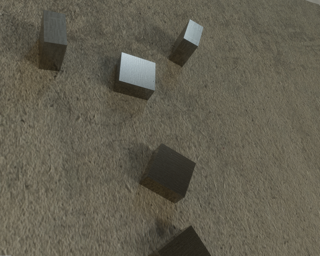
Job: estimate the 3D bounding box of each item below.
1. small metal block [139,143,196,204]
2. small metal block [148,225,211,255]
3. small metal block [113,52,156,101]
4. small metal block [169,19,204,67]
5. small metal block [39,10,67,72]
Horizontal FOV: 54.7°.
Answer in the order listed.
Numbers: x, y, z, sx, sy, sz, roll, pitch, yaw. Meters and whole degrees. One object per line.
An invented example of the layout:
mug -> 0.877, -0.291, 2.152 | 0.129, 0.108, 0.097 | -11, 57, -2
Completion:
small metal block -> 0.010, 0.055, 0.375 | 0.050, 0.025, 0.050 | 31, 52, -8
small metal block -> 0.025, 0.142, 0.330 | 0.050, 0.025, 0.050 | -25, 76, -37
small metal block -> -0.035, -0.071, 0.428 | 0.050, 0.025, 0.050 | 14, 56, -21
small metal block -> 0.041, -0.134, 0.492 | 0.025, 0.050, 0.050 | 27, 53, -12
small metal block -> -0.133, -0.106, 0.381 | 0.025, 0.050, 0.050 | 3, 61, -27
